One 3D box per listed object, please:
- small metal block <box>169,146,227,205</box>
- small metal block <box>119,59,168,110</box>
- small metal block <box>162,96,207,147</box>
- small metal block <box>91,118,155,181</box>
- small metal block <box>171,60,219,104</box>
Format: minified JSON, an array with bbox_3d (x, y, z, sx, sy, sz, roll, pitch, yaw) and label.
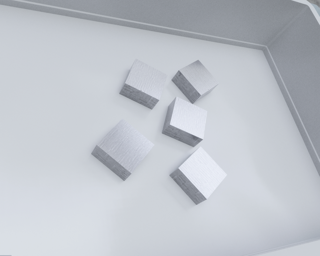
[{"bbox_3d":[0.049,0.060,0.395,0.050,0.025,0.050,47,51,5],"label":"small metal block"},{"bbox_3d":[-0.022,-0.061,0.431,0.050,0.025,0.050,26,53,-13],"label":"small metal block"},{"bbox_3d":[0.035,-0.008,0.429,0.050,0.025,0.050,24,53,-14],"label":"small metal block"},{"bbox_3d":[-0.043,0.025,0.367,0.050,0.025,0.050,40,51,-1],"label":"small metal block"},{"bbox_3d":[0.055,-0.072,0.479,0.050,0.025,0.050,-35,81,-38],"label":"small metal block"}]
